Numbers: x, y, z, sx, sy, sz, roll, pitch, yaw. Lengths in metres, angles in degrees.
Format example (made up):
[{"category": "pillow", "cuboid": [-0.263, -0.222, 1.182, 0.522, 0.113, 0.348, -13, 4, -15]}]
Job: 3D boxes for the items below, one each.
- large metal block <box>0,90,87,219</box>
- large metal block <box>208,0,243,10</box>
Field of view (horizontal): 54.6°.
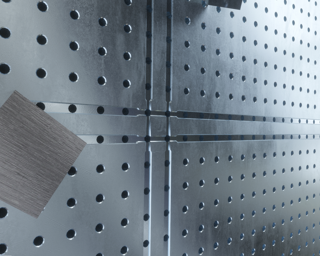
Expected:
[{"category": "large metal block", "cuboid": [-0.130, 0.024, 0.283, 0.080, 0.050, 0.080, 43, 64, -31]}, {"category": "large metal block", "cuboid": [0.106, -0.235, 0.453, 0.080, 0.050, 0.080, 66, 38, -75]}]
